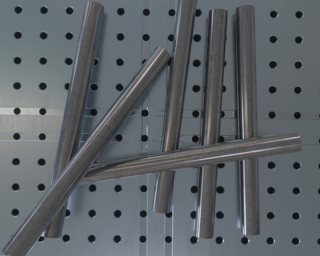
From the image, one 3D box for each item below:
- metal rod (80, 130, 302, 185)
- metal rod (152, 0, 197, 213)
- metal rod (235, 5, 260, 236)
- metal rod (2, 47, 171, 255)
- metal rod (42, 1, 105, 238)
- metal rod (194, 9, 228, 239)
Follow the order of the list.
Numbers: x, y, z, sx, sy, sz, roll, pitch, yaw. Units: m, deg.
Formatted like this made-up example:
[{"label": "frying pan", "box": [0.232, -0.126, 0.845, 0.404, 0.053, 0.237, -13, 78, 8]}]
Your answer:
[{"label": "metal rod", "box": [0.014, 0.041, 0.386, 0.301, 0.025, 0.025, -10, 90, 11]}, {"label": "metal rod", "box": [0.020, -0.038, 0.413, 0.025, 0.025, 0.298, 7, 90, 0]}, {"label": "metal rod", "box": [0.117, -0.010, 0.414, 0.025, 0.025, 0.298, -1, 90, 0]}, {"label": "metal rod", "box": [-0.078, 0.020, 0.376, 0.025, 0.025, 0.300, 35, 75, 0]}, {"label": "metal rod", "box": [-0.110, -0.016, 0.395, 0.025, 0.025, 0.299, 9, 83, 0]}, {"label": "metal rod", "box": [0.068, -0.006, 0.413, 0.025, 0.025, 0.298, 4, 90, 0]}]
